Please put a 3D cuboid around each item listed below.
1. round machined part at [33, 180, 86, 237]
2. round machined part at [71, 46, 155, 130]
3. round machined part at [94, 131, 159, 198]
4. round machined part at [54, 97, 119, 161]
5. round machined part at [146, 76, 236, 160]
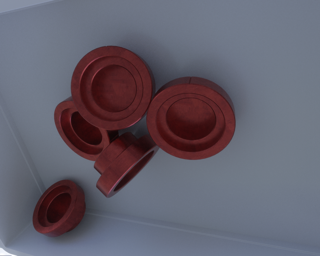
[{"bbox_3d":[-0.171,0.144,0.545,0.098,0.098,0.042,-8,141,31],"label":"round machined part"},{"bbox_3d":[-0.054,-0.048,0.378,0.098,0.042,0.097,1,98,9],"label":"round machined part"},{"bbox_3d":[-0.049,0.043,0.413,0.042,0.099,0.097,43,129,9],"label":"round machined part"},{"bbox_3d":[-0.098,-0.004,0.441,0.098,0.042,0.097,18,129,23],"label":"round machined part"},{"bbox_3d":[0.037,-0.014,0.359,0.099,0.042,0.097,5,121,8],"label":"round machined part"}]
